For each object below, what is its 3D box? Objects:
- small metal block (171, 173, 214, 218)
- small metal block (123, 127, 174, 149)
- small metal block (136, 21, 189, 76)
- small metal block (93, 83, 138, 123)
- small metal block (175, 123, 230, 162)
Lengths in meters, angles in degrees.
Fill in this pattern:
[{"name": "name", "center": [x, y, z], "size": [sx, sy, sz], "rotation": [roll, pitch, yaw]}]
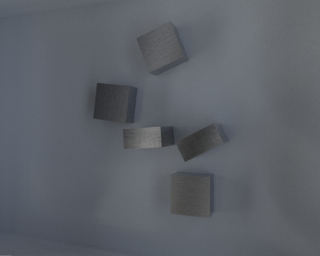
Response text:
[{"name": "small metal block", "center": [0.041, 0.084, 0.396], "size": [0.050, 0.025, 0.050], "rotation": [0, 90, 20]}, {"name": "small metal block", "center": [-0.014, 0.012, 0.402], "size": [0.050, 0.050, 0.025], "rotation": [-4, 89, 20]}, {"name": "small metal block", "center": [0.004, -0.104, 0.409], "size": [0.050, 0.025, 0.050], "rotation": [-22, 83, 18]}, {"name": "small metal block", "center": [-0.062, -0.035, 0.432], "size": [0.050, 0.025, 0.050], "rotation": [8, 93, 19]}, {"name": "small metal block", "center": [0.053, 0.017, 0.378], "size": [0.050, 0.050, 0.025], "rotation": [-29, 81, 18]}]
